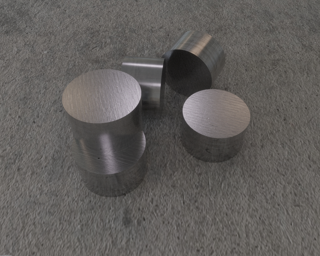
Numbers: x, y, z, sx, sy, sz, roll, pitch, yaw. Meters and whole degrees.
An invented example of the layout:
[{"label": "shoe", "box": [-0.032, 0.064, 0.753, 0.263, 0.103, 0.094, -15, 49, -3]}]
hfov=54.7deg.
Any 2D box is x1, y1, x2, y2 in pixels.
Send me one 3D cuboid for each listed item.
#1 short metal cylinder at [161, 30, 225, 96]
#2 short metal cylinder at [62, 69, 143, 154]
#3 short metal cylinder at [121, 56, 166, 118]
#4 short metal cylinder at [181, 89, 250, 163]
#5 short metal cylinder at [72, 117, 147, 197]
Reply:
[{"label": "short metal cylinder", "box": [0.046, -0.091, 0.444, 0.080, 0.080, 0.050, 22, 54, 18]}, {"label": "short metal cylinder", "box": [-0.060, -0.019, 0.337, 0.081, 0.050, 0.080, 0, 50, 0]}, {"label": "short metal cylinder", "box": [-0.021, -0.054, 0.413, 0.050, 0.080, 0.080, 5, 50, 4]}, {"label": "short metal cylinder", "box": [0.067, -0.003, 0.390, 0.080, 0.050, 0.080, 0, 50, 0]}, {"label": "short metal cylinder", "box": [-0.056, 0.033, 0.359, 0.080, 0.050, 0.080, 0, 50, 0]}]
